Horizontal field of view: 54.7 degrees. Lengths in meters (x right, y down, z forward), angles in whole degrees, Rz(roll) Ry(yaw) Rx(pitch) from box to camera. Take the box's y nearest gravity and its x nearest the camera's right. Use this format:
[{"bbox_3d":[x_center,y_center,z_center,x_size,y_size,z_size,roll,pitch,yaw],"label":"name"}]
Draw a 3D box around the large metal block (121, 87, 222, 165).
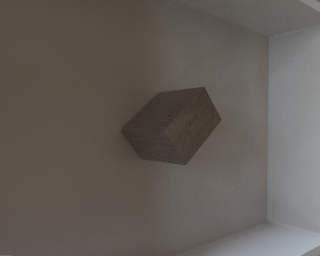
[{"bbox_3d":[0.014,-0.004,0.381,0.080,0.080,0.050,-47,119,-30],"label":"large metal block"}]
